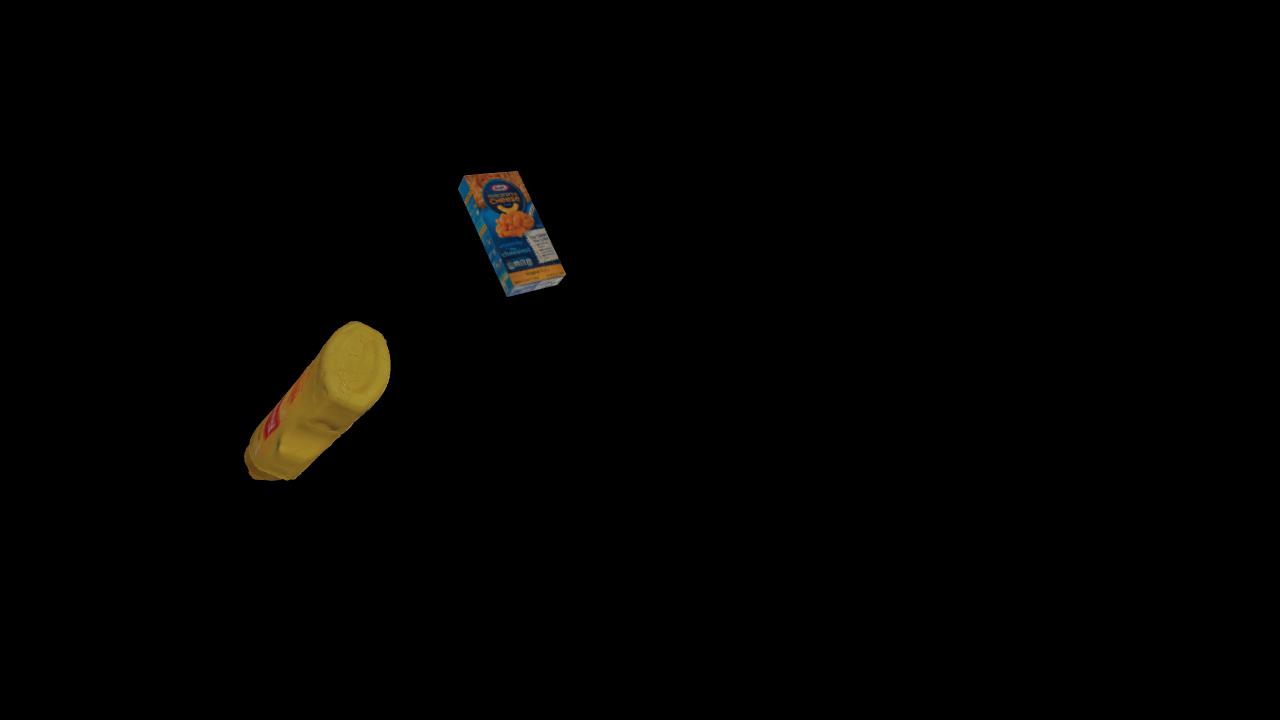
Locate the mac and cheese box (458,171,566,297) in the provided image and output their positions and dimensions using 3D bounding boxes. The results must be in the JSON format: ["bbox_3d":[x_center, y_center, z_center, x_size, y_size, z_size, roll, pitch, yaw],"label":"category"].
[{"bbox_3d":[-0.189,-0.189,0.909,0.093,0.184,0.041,-20,-9,-36],"label":"mac and cheese box"}]

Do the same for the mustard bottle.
[{"bbox_3d":[-0.283,0.052,0.522,0.184,0.092,0.054,-38,-46,26],"label":"mustard bottle"}]
